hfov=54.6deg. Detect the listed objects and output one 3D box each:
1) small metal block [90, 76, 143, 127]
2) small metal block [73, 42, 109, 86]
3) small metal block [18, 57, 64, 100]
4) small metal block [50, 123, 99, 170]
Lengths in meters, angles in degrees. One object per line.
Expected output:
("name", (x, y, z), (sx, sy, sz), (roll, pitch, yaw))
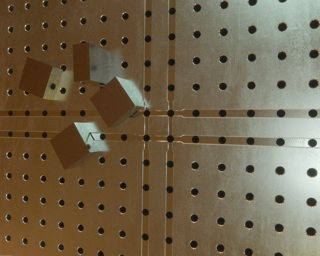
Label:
("small metal block", (-0.062, -0.036, 0.435), (0.050, 0.025, 0.050), (-37, 78, 16))
("small metal block", (-0.096, -0.087, 0.434), (0.025, 0.050, 0.050), (-3, 89, 20))
("small metal block", (-0.184, -0.076, 0.478), (0.050, 0.025, 0.050), (22, 97, 18))
("small metal block", (-0.126, 0.026, 0.458), (0.050, 0.025, 0.050), (-34, 79, 17))
